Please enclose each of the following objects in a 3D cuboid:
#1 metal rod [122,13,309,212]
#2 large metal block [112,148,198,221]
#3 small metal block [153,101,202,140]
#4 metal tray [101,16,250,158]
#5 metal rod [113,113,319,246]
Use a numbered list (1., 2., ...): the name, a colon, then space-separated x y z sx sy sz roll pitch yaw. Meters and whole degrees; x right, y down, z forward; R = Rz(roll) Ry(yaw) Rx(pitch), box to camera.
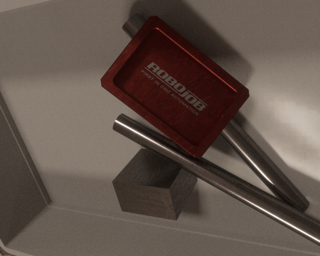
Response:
1. metal rod: 0.069 -0.012 0.364 0.300 0.025 0.025 47 129 -5
2. large metal block: -0.004 0.072 0.418 0.080 0.080 0.050 2 119 27
3. small metal block: 0.019 -0.013 0.377 0.050 0.025 0.050 50 156 -8
4. metal tray: 0.016 -0.042 0.330 0.130 0.030 0.090 38 91 -5
5. metal rod: 0.075 0.062 0.376 0.301 0.025 0.025 29 128 11
